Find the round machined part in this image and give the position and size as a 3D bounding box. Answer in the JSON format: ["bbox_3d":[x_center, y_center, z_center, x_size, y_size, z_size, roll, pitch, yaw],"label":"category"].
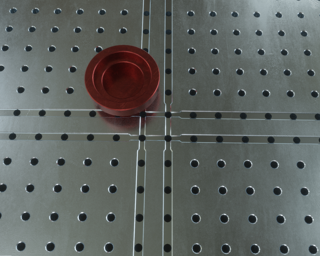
[{"bbox_3d":[-0.050,-0.061,0.424,0.099,0.042,0.098,0,70,-1],"label":"round machined part"}]
